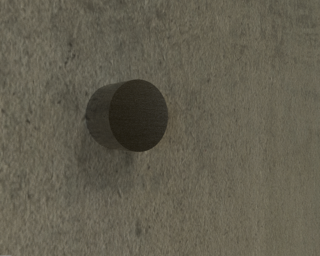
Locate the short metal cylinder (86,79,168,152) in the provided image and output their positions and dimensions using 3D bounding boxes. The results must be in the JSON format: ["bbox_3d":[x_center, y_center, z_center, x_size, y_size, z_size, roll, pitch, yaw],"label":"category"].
[{"bbox_3d":[-0.037,-0.014,0.359,0.081,0.050,0.079,0,90,-40],"label":"short metal cylinder"}]
